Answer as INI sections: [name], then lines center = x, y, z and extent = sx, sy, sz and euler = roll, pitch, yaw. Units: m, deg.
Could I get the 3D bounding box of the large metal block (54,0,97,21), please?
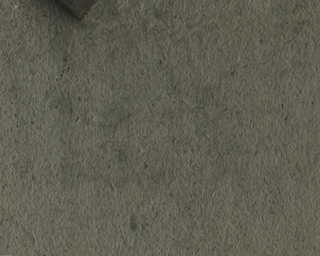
[large metal block]
center = -0.114, -0.201, 0.396
extent = 0.080, 0.050, 0.080
euler = 39, 90, 0
